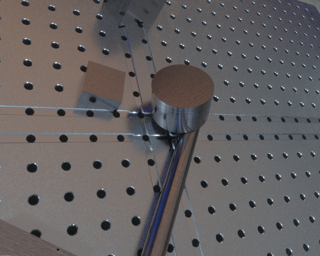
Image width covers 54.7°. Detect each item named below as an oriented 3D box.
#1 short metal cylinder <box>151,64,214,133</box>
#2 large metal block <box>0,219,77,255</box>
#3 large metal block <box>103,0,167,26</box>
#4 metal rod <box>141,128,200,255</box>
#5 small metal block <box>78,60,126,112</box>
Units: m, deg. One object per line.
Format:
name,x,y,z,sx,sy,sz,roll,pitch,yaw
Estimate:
short metal cylinder,0.029,-0.040,0.415,0.081,0.050,0.080,1,51,-1
large metal block,-0.123,0.130,0.247,0.080,0.050,0.080,30,52,-9
large metal block,-0.033,-0.214,0.487,0.081,0.080,0.050,-27,77,-37
metal rod,0.014,0.077,0.370,0.025,0.025,0.300,29,52,-11
small metal block,-0.075,-0.054,0.402,0.050,0.025,0.050,15,55,-20
